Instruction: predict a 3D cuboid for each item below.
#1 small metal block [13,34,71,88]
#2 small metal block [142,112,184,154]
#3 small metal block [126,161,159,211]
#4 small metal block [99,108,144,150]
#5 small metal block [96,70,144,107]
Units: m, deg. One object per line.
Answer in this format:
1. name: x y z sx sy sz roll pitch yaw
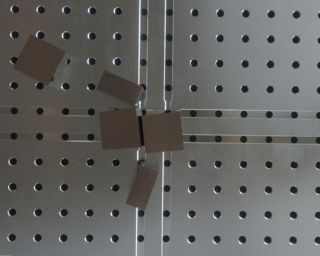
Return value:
1. small metal block: -0.156 -0.088 0.411 0.050 0.025 0.050 27 90 -1
2. small metal block: 0.004 0.006 0.413 0.050 0.025 0.050 -5 90 -1
3. small metal block: -0.022 0.072 0.401 0.025 0.050 0.050 20 90 0
4. small metal block: -0.050 0.001 0.407 0.050 0.025 0.050 -5 90 13
5. small metal block: -0.049 -0.049 0.400 0.050 0.050 0.025 23 90 -1
